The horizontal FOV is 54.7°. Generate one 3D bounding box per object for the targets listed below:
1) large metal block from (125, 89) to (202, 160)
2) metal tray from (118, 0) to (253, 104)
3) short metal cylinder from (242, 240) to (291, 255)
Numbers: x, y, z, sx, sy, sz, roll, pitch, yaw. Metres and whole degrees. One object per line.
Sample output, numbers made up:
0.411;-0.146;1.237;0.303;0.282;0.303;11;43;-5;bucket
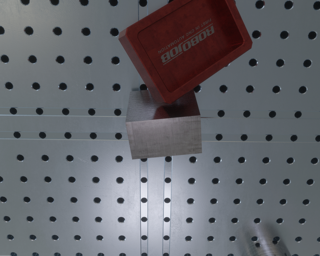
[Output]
0.005;-0.009;0.376;0.080;0.080;0.050;-5;121;2;large metal block
0.032;-0.098;0.346;0.131;0.030;0.090;-36;108;-15;metal tray
0.173;0.225;0.485;0.081;0.050;0.079;0;110;0;short metal cylinder
